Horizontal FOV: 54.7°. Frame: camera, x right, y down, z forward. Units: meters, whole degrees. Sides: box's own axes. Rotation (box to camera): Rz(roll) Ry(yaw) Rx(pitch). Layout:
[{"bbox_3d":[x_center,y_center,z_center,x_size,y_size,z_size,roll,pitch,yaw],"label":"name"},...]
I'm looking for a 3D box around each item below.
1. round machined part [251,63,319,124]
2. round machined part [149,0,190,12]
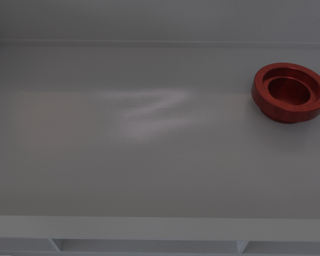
[{"bbox_3d":[0.177,-0.044,0.432,0.099,0.042,0.098,0,50,0],"label":"round machined part"},{"bbox_3d":[0.017,-0.271,0.624,0.099,0.042,0.098,0,50,0],"label":"round machined part"}]
